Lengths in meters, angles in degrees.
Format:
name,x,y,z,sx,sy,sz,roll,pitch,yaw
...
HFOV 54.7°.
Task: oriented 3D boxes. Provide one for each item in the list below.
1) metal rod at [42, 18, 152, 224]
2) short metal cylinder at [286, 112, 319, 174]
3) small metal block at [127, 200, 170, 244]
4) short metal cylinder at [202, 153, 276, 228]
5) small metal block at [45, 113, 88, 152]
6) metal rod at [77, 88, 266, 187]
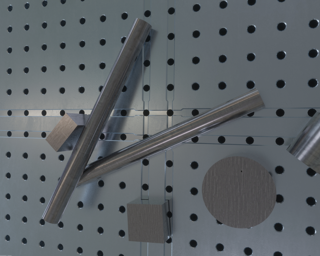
name,x,y,z,sx,sy,sz,roll,pitch,yaw
metal rod,-0.087,-0.008,0.425,0.025,0.025,0.299,26,92,18
short metal cylinder,0.181,0.027,0.319,0.080,0.080,0.050,37,102,16
small metal block,-0.015,0.125,0.418,0.050,0.025,0.050,-3,89,20
short metal cylinder,0.095,0.071,0.366,0.080,0.050,0.079,0,90,20
small metal block,-0.125,0.006,0.443,0.025,0.050,0.050,44,104,14
metal rod,-0.009,0.023,0.415,0.300,0.025,0.025,-25,82,18
